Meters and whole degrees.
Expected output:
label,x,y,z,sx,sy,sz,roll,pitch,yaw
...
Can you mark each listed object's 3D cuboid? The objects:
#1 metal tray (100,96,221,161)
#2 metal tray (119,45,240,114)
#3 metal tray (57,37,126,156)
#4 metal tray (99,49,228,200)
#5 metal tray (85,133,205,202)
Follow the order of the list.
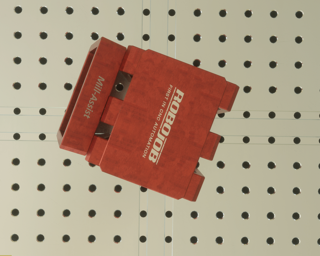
label,x,y,z,sx,sy,sz,roll,pitch,yaw
metal tray,0.000,0.001,0.380,0.131,0.090,0.030,20,89,-1
metal tray,0.022,-0.055,0.380,0.131,0.090,0.030,21,91,0
metal tray,-0.087,-0.039,0.378,0.030,0.090,0.129,21,90,-22
metal tray,0.003,-0.004,0.320,0.090,0.030,0.129,21,90,0
metal tray,-0.016,0.044,0.380,0.131,0.090,0.030,21,91,0
